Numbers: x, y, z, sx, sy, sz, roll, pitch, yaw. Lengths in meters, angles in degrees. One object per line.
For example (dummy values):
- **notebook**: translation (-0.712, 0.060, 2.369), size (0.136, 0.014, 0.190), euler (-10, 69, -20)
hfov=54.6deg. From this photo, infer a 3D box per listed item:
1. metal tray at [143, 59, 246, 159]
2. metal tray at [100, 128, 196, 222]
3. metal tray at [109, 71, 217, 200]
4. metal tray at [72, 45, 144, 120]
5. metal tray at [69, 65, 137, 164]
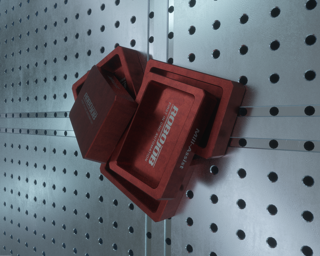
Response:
- **metal tray**: translation (0.029, -0.027, 0.382), size (0.130, 0.030, 0.089), euler (25, 105, 38)
- **metal tray**: translation (-0.023, 0.053, 0.426), size (0.130, 0.030, 0.089), euler (33, 110, 35)
- **metal tray**: translation (0.000, 0.007, 0.366), size (0.090, 0.030, 0.129), euler (26, 94, 37)
- **metal tray**: translation (-0.078, -0.052, 0.472), size (0.130, 0.030, 0.090), euler (-28, 72, 37)
- **metal tray**: translation (-0.084, -0.023, 0.423), size (0.090, 0.030, 0.130), euler (-60, 34, 14)
